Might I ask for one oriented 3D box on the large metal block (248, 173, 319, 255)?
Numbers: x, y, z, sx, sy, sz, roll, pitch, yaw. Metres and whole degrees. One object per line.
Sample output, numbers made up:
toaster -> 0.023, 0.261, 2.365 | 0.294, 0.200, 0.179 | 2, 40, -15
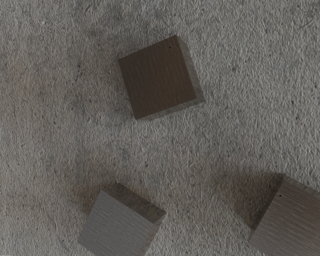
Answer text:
large metal block -> 0.155, 0.108, 0.341 | 0.080, 0.050, 0.080 | 28, 99, 17

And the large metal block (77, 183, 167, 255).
large metal block -> -0.050, 0.132, 0.413 | 0.080, 0.050, 0.080 | 29, 99, 17

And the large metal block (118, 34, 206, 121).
large metal block -> 0.003, -0.060, 0.395 | 0.080, 0.050, 0.080 | -19, 84, 19
